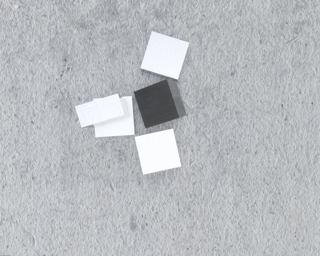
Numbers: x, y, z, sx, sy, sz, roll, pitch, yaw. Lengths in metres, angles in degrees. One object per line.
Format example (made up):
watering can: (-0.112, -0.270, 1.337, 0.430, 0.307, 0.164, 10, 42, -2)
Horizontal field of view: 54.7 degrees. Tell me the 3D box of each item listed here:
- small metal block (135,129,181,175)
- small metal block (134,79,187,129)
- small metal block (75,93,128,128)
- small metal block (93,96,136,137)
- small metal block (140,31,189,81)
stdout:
small metal block: (-0.002, 0.030, 0.410, 0.050, 0.025, 0.050, -12, 90, 0)
small metal block: (0.000, -0.031, 0.400, 0.050, 0.025, 0.050, -17, 91, 28)
small metal block: (-0.067, -0.020, 0.372, 0.050, 0.050, 0.025, -17, 90, 0)
small metal block: (-0.059, -0.015, 0.409, 0.050, 0.025, 0.050, -4, 90, 0)
small metal block: (0.006, -0.093, 0.410, 0.050, 0.025, 0.050, 17, 90, 0)
